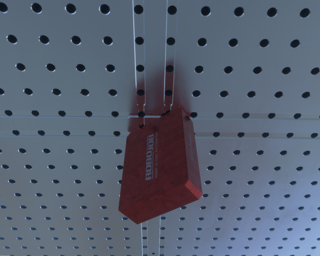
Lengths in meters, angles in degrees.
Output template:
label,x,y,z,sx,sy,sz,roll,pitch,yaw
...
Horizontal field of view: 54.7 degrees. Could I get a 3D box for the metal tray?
label,x,y,z,sx,sy,sz,roll,pitch,yaw
metal tray,-0.001,0.041,0.378,0.090,0.130,0.030,-28,125,21
